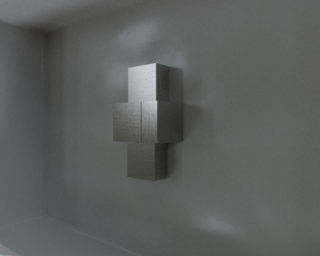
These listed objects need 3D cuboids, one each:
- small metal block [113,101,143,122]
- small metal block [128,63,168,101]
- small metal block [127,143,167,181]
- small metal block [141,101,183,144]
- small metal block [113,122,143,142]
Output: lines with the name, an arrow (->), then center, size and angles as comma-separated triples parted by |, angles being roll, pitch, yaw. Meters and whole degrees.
small metal block -> -0.026, -0.020, 0.410 | 0.050, 0.050, 0.025 | 0, 90, 40
small metal block -> -0.016, -0.058, 0.418 | 0.050, 0.025, 0.050 | 0, 90, 40
small metal block -> -0.018, 0.043, 0.419 | 0.050, 0.025, 0.050 | 0, 90, 40
small metal block -> 0.003, -0.007, 0.386 | 0.025, 0.050, 0.050 | 0, 90, 40
small metal block -> -0.026, 0.005, 0.410 | 0.050, 0.050, 0.025 | 0, 90, 40
